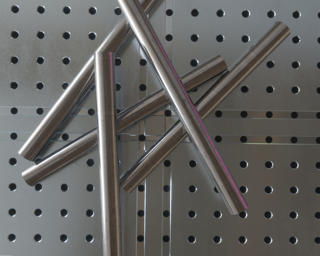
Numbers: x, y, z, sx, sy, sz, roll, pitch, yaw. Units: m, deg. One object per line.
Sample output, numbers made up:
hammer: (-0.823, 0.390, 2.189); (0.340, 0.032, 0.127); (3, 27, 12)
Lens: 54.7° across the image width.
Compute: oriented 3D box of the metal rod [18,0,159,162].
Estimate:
metal rod: (-0.086, -0.082, 0.412); (0.025, 0.025, 0.300); (37, 90, -1)

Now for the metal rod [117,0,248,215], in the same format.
metal rod: (0.028, -0.030, 0.387); (0.025, 0.025, 0.299); (-28, 90, 0)

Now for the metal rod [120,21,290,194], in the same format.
metal rod: (0.058, -0.028, 0.414); (0.300, 0.025, 0.025); (-45, 91, -1)

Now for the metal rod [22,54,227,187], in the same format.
metal rod: (-0.046, -0.011, 0.412); (0.301, 0.025, 0.025); (-31, 90, -1)

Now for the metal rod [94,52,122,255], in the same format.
metal rod: (-0.064, 0.057, 0.393); (0.025, 0.025, 0.298); (-1, 98, -1)
